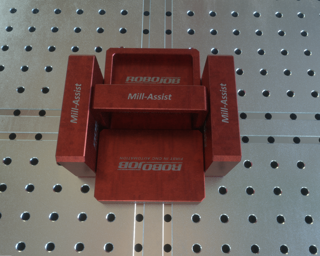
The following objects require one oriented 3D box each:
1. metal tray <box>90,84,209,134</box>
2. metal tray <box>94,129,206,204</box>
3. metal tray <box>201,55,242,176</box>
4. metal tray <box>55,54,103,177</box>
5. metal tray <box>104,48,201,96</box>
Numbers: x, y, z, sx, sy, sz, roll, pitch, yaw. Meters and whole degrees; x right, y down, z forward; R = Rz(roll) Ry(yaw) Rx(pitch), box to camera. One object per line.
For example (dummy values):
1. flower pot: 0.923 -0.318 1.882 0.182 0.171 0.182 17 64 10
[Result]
1. metal tray: -0.012 -0.020 0.382 0.131 0.090 0.030 1 70 0
2. metal tray: -0.012 0.048 0.390 0.131 0.030 0.090 1 70 0
3. metal tray: 0.070 -0.013 0.382 0.030 0.090 0.130 1 70 0
4. metal tray: -0.092 -0.012 0.380 0.030 0.090 0.130 1 70 0
5. metal tray: -0.010 -0.065 0.433 0.131 0.030 0.090 1 70 0
